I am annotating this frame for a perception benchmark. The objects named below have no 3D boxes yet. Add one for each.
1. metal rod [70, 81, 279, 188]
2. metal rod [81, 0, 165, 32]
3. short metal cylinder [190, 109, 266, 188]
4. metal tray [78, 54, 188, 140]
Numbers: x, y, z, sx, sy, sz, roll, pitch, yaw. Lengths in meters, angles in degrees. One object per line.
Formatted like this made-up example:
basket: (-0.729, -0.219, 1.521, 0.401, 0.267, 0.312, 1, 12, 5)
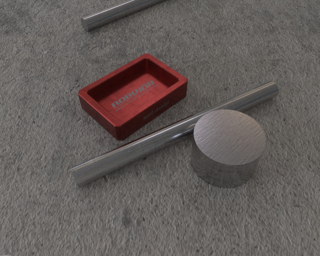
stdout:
metal rod: (0.033, 0.000, 0.403, 0.302, 0.025, 0.025, -24, 54, -19)
metal rod: (-0.019, -0.259, 0.620, 0.302, 0.025, 0.025, -32, 57, -24)
short metal cylinder: (0.078, 0.024, 0.368, 0.081, 0.050, 0.080, 0, 50, 0)
metal tray: (-0.036, -0.049, 0.440, 0.131, 0.030, 0.090, -36, 59, -27)
